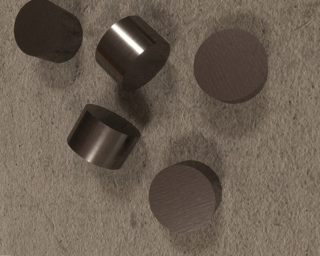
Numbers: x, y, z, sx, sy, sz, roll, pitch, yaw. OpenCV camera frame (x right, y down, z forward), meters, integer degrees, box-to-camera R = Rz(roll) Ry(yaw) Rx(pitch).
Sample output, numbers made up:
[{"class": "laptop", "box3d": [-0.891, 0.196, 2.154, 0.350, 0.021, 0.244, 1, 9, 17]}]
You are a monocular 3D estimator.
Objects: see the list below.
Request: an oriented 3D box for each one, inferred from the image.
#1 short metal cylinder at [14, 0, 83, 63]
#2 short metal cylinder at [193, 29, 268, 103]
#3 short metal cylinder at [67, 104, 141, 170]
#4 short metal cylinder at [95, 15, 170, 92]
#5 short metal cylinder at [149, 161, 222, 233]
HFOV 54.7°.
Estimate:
[{"class": "short metal cylinder", "box3d": [-0.162, -0.139, 0.451, 0.080, 0.050, 0.079, 0, 90, 19]}, {"class": "short metal cylinder", "box3d": [0.085, -0.070, 0.366, 0.080, 0.050, 0.079, 0, 90, 19]}, {"class": "short metal cylinder", "box3d": [-0.072, 0.011, 0.404, 0.080, 0.080, 0.050, 35, 101, 16]}, {"class": "short metal cylinder", "box3d": [-0.033, -0.092, 0.391, 0.050, 0.080, 0.080, 46, 104, 14]}, {"class": "short metal cylinder", "box3d": [0.033, 0.082, 0.384, 0.080, 0.050, 0.079, 0, 90, 19]}]
